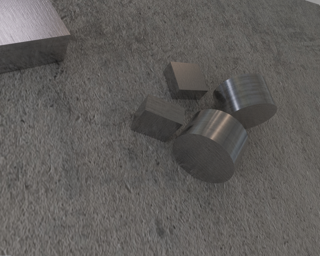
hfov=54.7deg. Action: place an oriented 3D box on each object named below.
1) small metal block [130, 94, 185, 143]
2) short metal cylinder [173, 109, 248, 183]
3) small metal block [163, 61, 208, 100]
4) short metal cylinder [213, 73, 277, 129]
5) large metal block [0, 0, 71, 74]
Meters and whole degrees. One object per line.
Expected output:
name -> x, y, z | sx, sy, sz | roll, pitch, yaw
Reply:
small metal block -> -0.003, -0.011, 0.393 | 0.050, 0.050, 0.025 | 21, 54, -16
short metal cylinder -> 0.063, 0.023, 0.388 | 0.080, 0.080, 0.050 | 40, 51, -1
small metal block -> 0.038, -0.071, 0.468 | 0.050, 0.025, 0.050 | -2, 63, -29
short metal cylinder -> 0.124, -0.036, 0.457 | 0.081, 0.080, 0.050 | 2, 61, -27
large metal block -> -0.167, -0.119, 0.370 | 0.081, 0.050, 0.080 | -23, 75, -36
